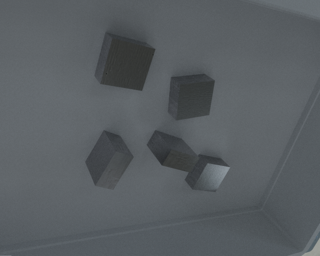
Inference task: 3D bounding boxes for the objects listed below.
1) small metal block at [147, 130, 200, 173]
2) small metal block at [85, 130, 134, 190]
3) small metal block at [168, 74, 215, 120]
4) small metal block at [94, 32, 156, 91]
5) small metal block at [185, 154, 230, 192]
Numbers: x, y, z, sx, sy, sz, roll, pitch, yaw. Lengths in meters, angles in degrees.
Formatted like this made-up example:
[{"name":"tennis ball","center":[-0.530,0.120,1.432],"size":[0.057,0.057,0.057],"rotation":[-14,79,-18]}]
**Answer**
[{"name":"small metal block","center":[0.017,0.032,0.421],"size":[0.050,0.050,0.025],"rotation":[19,108,-36]},{"name":"small metal block","center":[-0.064,0.039,0.382],"size":[0.025,0.050,0.050],"rotation":[22,106,-36]},{"name":"small metal block","center":[0.040,-0.041,0.405],"size":[0.050,0.025,0.050],"rotation":[-10,123,-23]},{"name":"small metal block","center":[-0.039,-0.072,0.342],"size":[0.050,0.025,0.050],"rotation":[6,116,-31]},{"name":"small metal block","center":[0.076,0.073,0.495],"size":[0.050,0.025,0.050],"rotation":[14,111,-34]}]
